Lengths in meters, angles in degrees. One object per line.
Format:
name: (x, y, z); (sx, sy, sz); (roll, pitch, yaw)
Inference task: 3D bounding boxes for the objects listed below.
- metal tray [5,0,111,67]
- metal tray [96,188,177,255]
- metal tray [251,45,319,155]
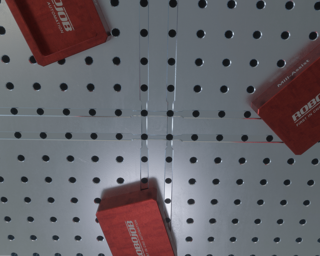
metal tray: (-0.123, -0.147, 0.355); (0.090, 0.030, 0.129); (-20, 109, 7)
metal tray: (-0.032, 0.161, 0.470); (0.090, 0.030, 0.129); (-15, 110, 5)
metal tray: (0.198, -0.038, 0.398); (0.130, 0.030, 0.090); (-43, 105, 14)
